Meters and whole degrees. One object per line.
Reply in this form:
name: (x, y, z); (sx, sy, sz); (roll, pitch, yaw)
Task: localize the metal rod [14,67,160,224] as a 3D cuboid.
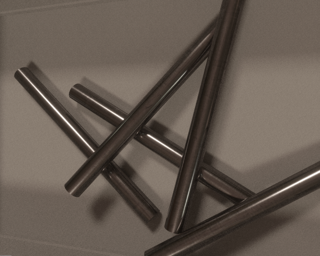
metal rod: (-0.113, 0.017, 0.448); (0.300, 0.025, 0.025); (45, 104, 14)

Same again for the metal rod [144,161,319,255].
metal rod: (0.118, 0.082, 0.344); (0.301, 0.025, 0.025); (-30, 80, 7)

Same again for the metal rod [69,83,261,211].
metal rod: (-0.001, 0.022, 0.410); (0.300, 0.025, 0.025); (32, 100, 16)

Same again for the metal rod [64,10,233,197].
metal rod: (-0.013, -0.028, 0.392); (0.025, 0.025, 0.300); (44, 95, 14)

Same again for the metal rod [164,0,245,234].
metal rod: (0.053, -0.022, 0.363); (0.025, 0.025, 0.298); (16, 95, 19)
